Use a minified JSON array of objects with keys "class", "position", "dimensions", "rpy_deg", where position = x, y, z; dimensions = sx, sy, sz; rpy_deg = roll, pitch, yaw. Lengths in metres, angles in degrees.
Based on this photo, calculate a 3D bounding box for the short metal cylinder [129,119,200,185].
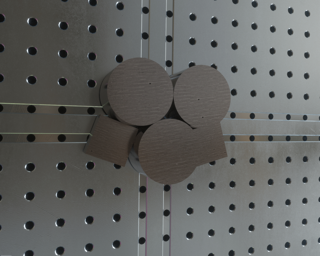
[{"class":"short metal cylinder","position":[0.004,0.028,0.397],"dimensions":[0.081,0.050,0.079],"rpy_deg":[0,90,-20]}]

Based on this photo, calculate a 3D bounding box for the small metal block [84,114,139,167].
[{"class":"small metal block","position":[-0.061,0.016,0.386],"dimensions":[0.050,0.025,0.050],"rpy_deg":[22,83,-19]}]

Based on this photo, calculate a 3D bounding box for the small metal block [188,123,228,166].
[{"class":"small metal block","position":[0.061,0.022,0.432],"dimensions":[0.050,0.025,0.050],"rpy_deg":[-15,95,-20]}]

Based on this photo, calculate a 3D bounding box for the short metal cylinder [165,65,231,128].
[{"class":"short metal cylinder","position":[0.046,-0.040,0.412],"dimensions":[0.081,0.050,0.079],"rpy_deg":[0,90,-20]}]

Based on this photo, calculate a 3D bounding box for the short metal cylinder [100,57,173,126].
[{"class":"short metal cylinder","position":[-0.030,-0.043,0.384],"dimensions":[0.081,0.050,0.079],"rpy_deg":[0,90,-20]}]
